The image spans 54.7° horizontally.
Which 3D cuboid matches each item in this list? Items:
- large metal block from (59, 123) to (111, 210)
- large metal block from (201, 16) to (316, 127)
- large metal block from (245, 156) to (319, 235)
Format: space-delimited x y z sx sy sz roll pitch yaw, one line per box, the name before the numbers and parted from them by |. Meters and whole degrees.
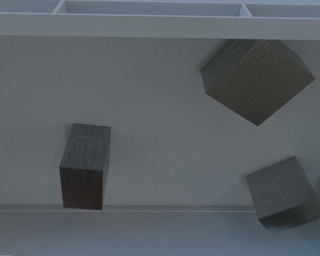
large metal block | -0.097 0.052 0.416 0.050 0.080 0.079 6 130 -5
large metal block | 0.105 -0.060 0.343 0.080 0.050 0.080 29 124 -23
large metal block | 0.184 0.100 0.461 0.080 0.080 0.050 -28 125 21
